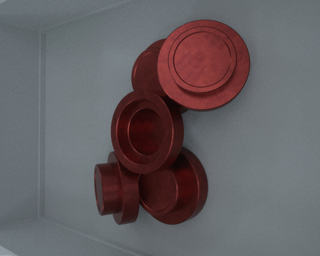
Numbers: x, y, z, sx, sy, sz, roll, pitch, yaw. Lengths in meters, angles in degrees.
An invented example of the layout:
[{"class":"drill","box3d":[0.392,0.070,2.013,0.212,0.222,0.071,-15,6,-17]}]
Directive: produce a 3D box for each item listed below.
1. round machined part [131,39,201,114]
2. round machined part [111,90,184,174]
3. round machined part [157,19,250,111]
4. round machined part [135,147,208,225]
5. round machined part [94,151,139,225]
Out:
[{"class":"round machined part","box3d":[0.002,-0.064,0.390,0.098,0.042,0.097,0,90,39]},{"class":"round machined part","box3d":[-0.011,0.004,0.372,0.098,0.042,0.097,0,90,39]},{"class":"round machined part","box3d":[0.045,-0.068,0.328,0.098,0.042,0.097,0,87,9]},{"class":"round machined part","box3d":[0.007,0.072,0.386,0.098,0.042,0.097,0,90,39]},{"class":"round machined part","box3d":[-0.062,0.080,0.415,0.098,0.042,0.097,177,90,-69]}]
